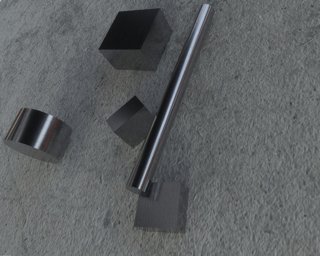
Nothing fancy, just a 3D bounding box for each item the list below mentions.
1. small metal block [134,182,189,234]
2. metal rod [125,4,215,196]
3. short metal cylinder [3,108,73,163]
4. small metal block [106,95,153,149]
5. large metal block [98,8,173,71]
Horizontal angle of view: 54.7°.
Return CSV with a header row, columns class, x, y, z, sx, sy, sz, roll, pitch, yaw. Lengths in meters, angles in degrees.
class,x,y,z,sx,sy,sz,roll,pitch,yaw
small metal block,0.003,0.089,0.347,0.050,0.025,0.050,-6,59,25
metal rod,0.023,-0.055,0.408,0.025,0.025,0.300,5,59,30
short metal cylinder,-0.176,0.013,0.451,0.080,0.080,0.050,4,64,30
small metal block,-0.034,-0.007,0.408,0.050,0.050,0.025,-41,51,0
large metal block,-0.037,-0.139,0.491,0.080,0.050,0.080,9,66,31
